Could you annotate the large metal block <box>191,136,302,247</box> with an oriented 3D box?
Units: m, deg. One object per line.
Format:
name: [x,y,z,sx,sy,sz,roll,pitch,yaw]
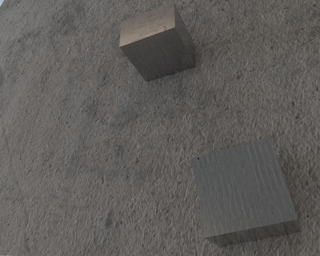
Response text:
large metal block: [0.083,0.064,0.305,0.080,0.050,0.080,-18,55,17]

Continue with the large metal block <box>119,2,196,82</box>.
large metal block: [-0.001,-0.119,0.442,0.080,0.080,0.050,-14,56,21]
